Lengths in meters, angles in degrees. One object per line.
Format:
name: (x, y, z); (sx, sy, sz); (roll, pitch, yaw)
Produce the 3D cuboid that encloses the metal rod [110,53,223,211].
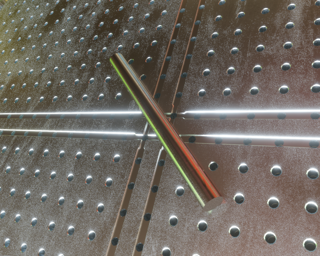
metal rod: (-0.008, -0.016, 0.424); (0.025, 0.025, 0.300); (-37, 51, 4)
